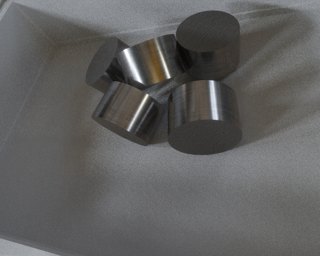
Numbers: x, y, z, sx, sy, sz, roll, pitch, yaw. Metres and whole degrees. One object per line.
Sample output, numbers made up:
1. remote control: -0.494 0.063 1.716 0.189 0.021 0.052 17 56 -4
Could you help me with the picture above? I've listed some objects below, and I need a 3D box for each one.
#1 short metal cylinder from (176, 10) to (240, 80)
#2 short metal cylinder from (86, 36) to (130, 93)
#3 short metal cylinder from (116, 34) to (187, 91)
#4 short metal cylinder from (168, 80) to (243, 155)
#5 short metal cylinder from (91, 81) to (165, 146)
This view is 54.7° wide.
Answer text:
1. short metal cylinder: 0.065 -0.110 0.412 0.080 0.050 0.080 -6 55 9
2. short metal cylinder: -0.067 -0.088 0.462 0.080 0.050 0.080 -32 43 36
3. short metal cylinder: -0.011 -0.083 0.403 0.080 0.080 0.050 -17 98 18
4. short metal cylinder: 0.049 -0.009 0.350 0.080 0.080 0.050 -13 57 21
5. short metal cylinder: -0.040 -0.017 0.401 0.080 0.080 0.050 19 76 35
